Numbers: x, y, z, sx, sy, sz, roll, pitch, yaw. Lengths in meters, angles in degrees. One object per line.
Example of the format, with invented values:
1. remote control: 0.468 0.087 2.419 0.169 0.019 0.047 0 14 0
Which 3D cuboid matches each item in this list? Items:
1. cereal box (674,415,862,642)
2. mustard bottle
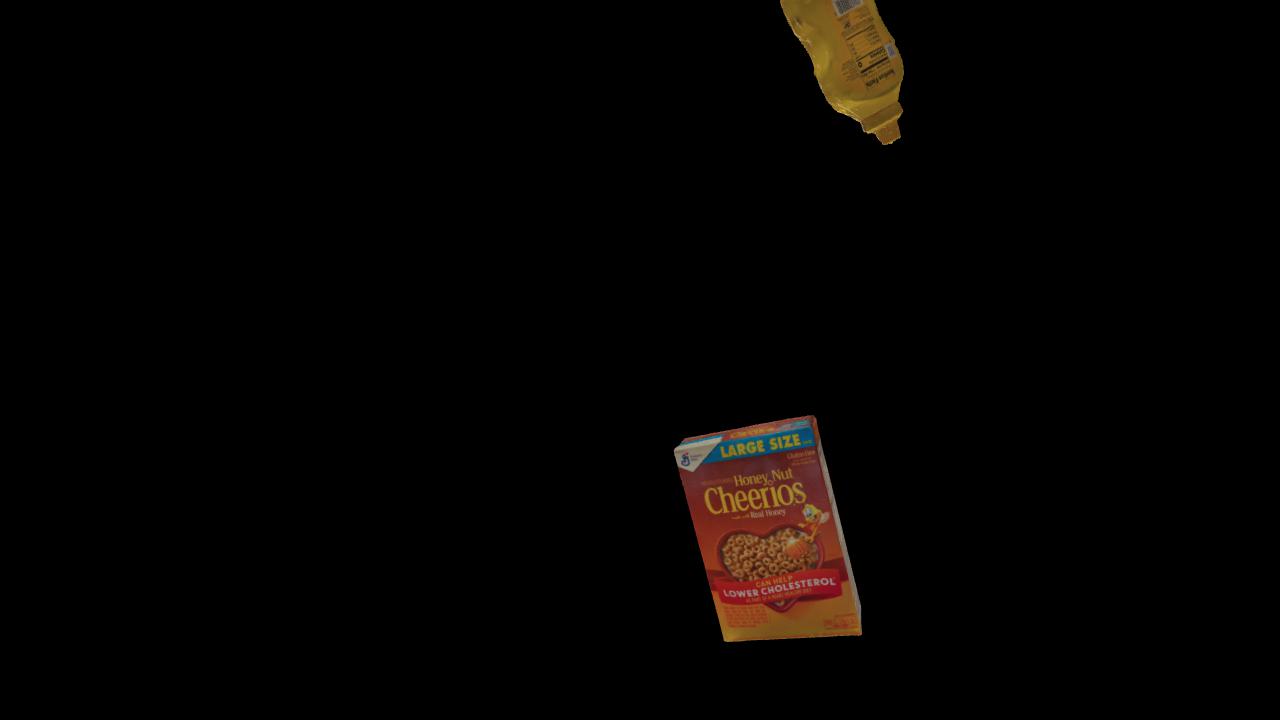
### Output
1. cereal box: 0.185 0.247 0.893 0.203 0.306 0.081 -13 6 21
2. mustard bottle: 0.223 -0.308 0.634 0.092 0.184 0.054 -33 10 -17
